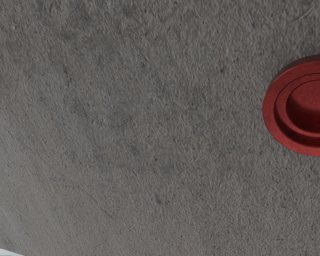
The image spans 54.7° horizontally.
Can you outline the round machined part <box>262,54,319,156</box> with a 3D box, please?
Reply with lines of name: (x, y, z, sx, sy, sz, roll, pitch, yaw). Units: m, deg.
round machined part: (0.154, -0.024, 0.300, 0.098, 0.042, 0.097, 13, 124, 21)
